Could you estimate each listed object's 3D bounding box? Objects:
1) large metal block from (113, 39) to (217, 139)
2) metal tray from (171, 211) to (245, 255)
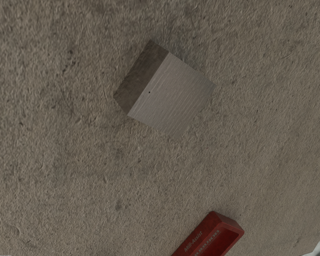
[{"bbox_3d":[0.005,-0.044,0.367,0.080,0.050,0.080,26,104,-37],"label":"large metal block"},{"bbox_3d":[0.090,0.226,0.592,0.090,0.030,0.130,33,100,-39],"label":"metal tray"}]
